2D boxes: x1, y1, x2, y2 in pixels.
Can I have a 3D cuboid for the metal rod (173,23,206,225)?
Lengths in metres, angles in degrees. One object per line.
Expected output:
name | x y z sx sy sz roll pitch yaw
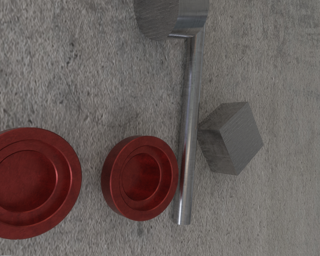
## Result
metal rod | 0.043 -0.017 0.440 0.025 0.025 0.298 8 85 -40

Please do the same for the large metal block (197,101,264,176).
large metal block | 0.107 0.015 0.478 0.080 0.050 0.080 -39 114 -33

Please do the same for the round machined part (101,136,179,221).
round machined part | -0.028 0.057 0.371 0.099 0.042 0.097 0 90 -40

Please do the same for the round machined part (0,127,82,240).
round machined part | -0.127 0.048 0.287 0.099 0.042 0.097 0 90 -40

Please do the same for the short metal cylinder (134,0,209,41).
short metal cylinder | 0.013 -0.149 0.379 0.050 0.080 0.079 -18 102 -39
